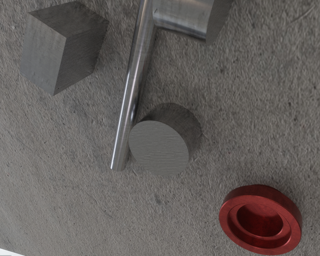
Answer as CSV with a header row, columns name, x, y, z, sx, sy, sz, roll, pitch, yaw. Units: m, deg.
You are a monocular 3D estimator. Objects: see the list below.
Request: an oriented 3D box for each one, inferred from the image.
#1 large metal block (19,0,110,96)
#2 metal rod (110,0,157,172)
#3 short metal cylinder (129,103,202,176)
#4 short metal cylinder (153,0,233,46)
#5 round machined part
name,x,y,z,sx,sy,sz,roll,pitch,yaw
large metal block,-0.114,-0.097,0.371,0.050,0.080,0.079,34,129,6
metal rod,-0.032,-0.057,0.388,0.025,0.025,0.298,25,128,12
short metal cylinder,0.008,0.014,0.396,0.080,0.050,0.079,13,124,21
short metal cylinder,0.034,-0.121,0.278,0.050,0.080,0.079,24,127,14
round machined part,0.129,0.112,0.397,0.098,0.042,0.097,13,124,21
